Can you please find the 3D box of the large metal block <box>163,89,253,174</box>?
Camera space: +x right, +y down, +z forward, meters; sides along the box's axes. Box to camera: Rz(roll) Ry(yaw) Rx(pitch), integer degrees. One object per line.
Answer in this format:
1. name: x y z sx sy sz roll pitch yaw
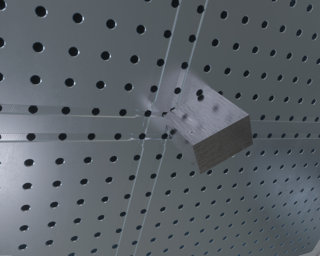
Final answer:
1. large metal block: 0.062 0.002 0.410 0.080 0.080 0.050 -28 128 -11
